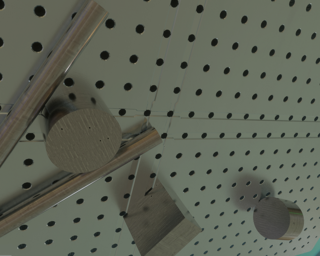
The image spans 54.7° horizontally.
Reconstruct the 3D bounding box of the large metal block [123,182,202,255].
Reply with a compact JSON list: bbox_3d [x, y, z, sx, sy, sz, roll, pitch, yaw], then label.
[{"bbox_3d":[0.002,0.143,0.465,0.080,0.080,0.050,-43,129,2],"label":"large metal block"}]

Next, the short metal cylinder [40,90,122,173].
[{"bbox_3d":[-0.089,0.003,0.348,0.081,0.050,0.079,-14,124,-21],"label":"short metal cylinder"}]

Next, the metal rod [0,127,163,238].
[{"bbox_3d":[-0.132,0.083,0.390,0.301,0.025,0.025,-30,129,-9],"label":"metal rod"}]

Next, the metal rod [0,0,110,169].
[{"bbox_3d":[-0.151,-0.004,0.325,0.025,0.025,0.299,31,101,-38],"label":"metal rod"}]

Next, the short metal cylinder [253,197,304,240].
[{"bbox_3d":[0.234,0.180,0.615,0.050,0.080,0.080,18,109,-35],"label":"short metal cylinder"}]
